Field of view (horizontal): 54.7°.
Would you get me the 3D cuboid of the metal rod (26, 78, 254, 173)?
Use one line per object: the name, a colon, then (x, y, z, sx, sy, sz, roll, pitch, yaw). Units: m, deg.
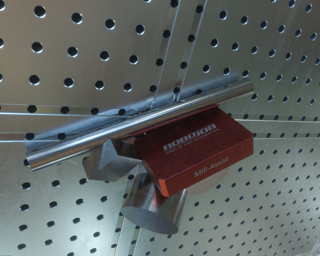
metal rod: (-0.011, -0.010, 0.394, 0.302, 0.025, 0.025, -20, 126, -17)

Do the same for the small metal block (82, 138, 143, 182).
small metal block: (-0.058, 0.041, 0.384, 0.050, 0.025, 0.050, -39, 151, 18)

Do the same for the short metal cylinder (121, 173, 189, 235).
short metal cylinder: (-0.006, 0.104, 0.423, 0.080, 0.080, 0.050, 56, 44, -39)

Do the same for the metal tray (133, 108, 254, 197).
metal tray: (0.042, 0.025, 0.403, 0.131, 0.090, 0.030, -24, 127, -14)

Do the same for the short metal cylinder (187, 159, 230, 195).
short metal cylinder: (0.053, 0.050, 0.444, 0.081, 0.050, 0.079, -18, 135, -19)
